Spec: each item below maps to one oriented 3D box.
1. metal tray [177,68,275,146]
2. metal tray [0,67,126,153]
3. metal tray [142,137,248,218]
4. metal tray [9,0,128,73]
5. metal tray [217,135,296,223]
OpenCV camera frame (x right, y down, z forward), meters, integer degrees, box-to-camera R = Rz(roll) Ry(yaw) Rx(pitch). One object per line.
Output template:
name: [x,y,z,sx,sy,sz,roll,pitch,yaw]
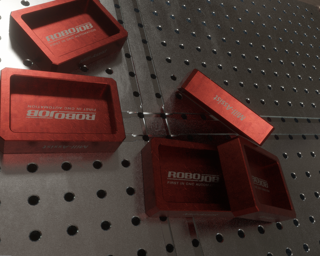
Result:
metal tray: [0.087,-0.030,0.436,0.130,0.090,0.030,36,94,-5]
metal tray: [-0.111,-0.019,0.357,0.131,0.030,0.090,2,61,-28]
metal tray: [0.045,0.064,0.391,0.131,0.030,0.090,8,58,-24]
metal tray: [-0.119,-0.130,0.420,0.090,0.030,0.131,48,51,5]
metal tray: [0.127,0.070,0.398,0.131,0.030,0.090,23,50,-46]
